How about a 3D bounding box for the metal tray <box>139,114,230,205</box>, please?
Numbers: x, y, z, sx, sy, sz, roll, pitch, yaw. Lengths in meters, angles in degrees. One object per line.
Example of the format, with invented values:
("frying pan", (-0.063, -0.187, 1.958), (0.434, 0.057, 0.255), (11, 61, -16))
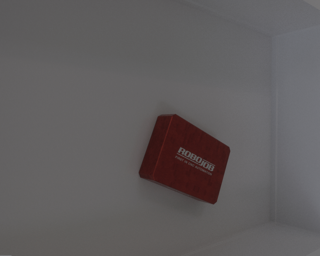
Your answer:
("metal tray", (0.040, 0.046, 0.436), (0.131, 0.030, 0.090), (29, 72, -36))
